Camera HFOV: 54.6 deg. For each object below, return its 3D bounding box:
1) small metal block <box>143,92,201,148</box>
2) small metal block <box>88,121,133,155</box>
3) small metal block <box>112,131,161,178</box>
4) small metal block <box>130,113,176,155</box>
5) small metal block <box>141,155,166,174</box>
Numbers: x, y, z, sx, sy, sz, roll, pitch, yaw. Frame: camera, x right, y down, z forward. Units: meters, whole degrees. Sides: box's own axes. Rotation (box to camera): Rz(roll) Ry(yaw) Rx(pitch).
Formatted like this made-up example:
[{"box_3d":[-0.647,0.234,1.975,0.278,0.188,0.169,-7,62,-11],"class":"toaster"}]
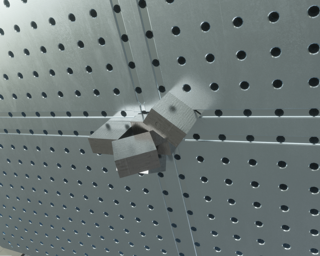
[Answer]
[{"box_3d":[0.015,-0.012,0.380,0.050,0.050,0.025,37,128,3],"class":"small metal block"},{"box_3d":[-0.064,0.013,0.437,0.050,0.050,0.025,2,120,28],"class":"small metal block"},{"box_3d":[-0.031,0.032,0.386,0.050,0.050,0.025,-15,117,-6],"class":"small metal block"},{"box_3d":[-0.007,0.008,0.420,0.050,0.025,0.050,1,119,27],"class":"small metal block"},{"box_3d":[-0.025,0.048,0.435,0.050,0.050,0.025,2,88,28],"class":"small metal block"}]
